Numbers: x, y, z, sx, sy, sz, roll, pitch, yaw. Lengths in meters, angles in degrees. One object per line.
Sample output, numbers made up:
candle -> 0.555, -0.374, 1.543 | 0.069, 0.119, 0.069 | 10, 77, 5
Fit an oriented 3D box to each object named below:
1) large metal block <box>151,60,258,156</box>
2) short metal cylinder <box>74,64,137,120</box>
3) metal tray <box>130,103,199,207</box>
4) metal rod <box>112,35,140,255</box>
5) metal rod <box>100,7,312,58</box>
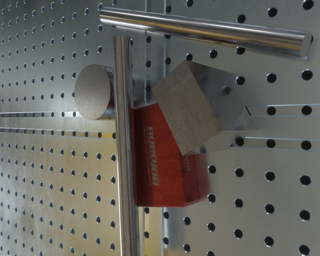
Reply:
large metal block -> 0.049, -0.020, 0.332 | 0.050, 0.081, 0.080 | -37, 68, 33
short metal cylinder -> -0.081, -0.051, 0.458 | 0.080, 0.050, 0.079 | 0, 90, 39
metal tray -> -0.002, 0.035, 0.406 | 0.090, 0.030, 0.129 | -11, 83, 39
metal rod -> -0.044, 0.030, 0.403 | 0.025, 0.025, 0.298 | -5, 87, 39
metal rod -> 0.028, -0.126, 0.384 | 0.300, 0.025, 0.025 | 23, 104, 37
